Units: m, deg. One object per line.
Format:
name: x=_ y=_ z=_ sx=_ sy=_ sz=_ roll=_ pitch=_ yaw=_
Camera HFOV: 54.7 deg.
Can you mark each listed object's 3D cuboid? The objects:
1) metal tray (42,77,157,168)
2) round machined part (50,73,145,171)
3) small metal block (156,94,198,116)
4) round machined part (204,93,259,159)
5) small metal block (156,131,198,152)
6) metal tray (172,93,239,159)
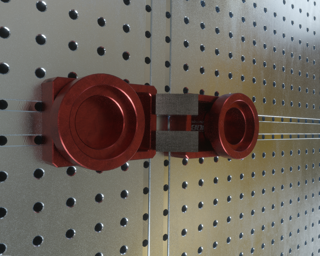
metal tray: x=-0.064 y=-0.007 z=0.354 sx=0.131 sy=0.030 sz=0.089 roll=-1 pitch=93 yaw=-40
round machined part: x=-0.067 y=-0.006 z=0.325 sx=0.099 sy=0.042 sz=0.097 roll=0 pitch=90 yaw=-40
small metal block: x=0.022 y=-0.028 z=0.393 sx=0.050 sy=0.050 sz=0.025 roll=1 pitch=90 yaw=4
round machined part: x=0.104 y=-0.003 z=0.469 sx=0.099 sy=0.042 sz=0.097 roll=0 pitch=90 yaw=-40
small metal block: x=0.022 y=0.016 z=0.392 sx=0.050 sy=0.050 sz=0.025 roll=1 pitch=90 yaw=4
metal tray: x=0.076 y=-0.002 z=0.470 sx=0.131 sy=0.030 sz=0.089 roll=1 pitch=90 yaw=-40
